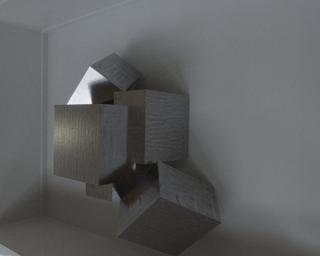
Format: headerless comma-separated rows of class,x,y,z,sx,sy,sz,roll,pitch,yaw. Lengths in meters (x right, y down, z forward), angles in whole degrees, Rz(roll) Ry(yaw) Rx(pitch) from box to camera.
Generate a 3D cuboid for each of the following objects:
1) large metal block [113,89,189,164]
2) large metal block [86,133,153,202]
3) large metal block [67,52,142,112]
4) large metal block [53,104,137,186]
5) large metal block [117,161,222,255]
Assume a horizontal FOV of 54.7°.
large metal block,-0.009,-0.002,0.375,0.050,0.081,0.080,1,91,40
large metal block,-0.049,0.047,0.410,0.050,0.081,0.080,1,91,40
large metal block,-0.077,-0.048,0.423,0.050,0.080,0.080,37,118,-5
large metal block,-0.073,0.015,0.344,0.080,0.050,0.079,2,92,40
large metal block,0.009,0.094,0.352,0.080,0.080,0.050,-49,26,29
